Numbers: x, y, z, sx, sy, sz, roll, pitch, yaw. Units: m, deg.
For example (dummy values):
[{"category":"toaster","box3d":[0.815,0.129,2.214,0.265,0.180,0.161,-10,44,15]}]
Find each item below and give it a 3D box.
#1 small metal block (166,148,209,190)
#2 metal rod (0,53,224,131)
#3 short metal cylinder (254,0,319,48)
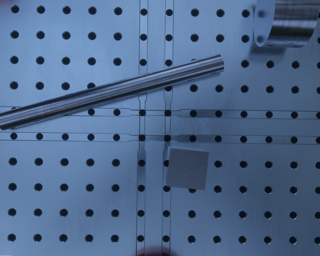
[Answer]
[{"category":"small metal block","box3d":[0.036,0.053,0.414,0.050,0.025,0.050,6,90,-1]},{"category":"metal rod","box3d":[-0.064,-0.048,0.412,0.302,0.025,0.025,-15,90,-1]},{"category":"short metal cylinder","box3d":[0.155,-0.142,0.388,0.050,0.080,0.079,2,90,0]}]
